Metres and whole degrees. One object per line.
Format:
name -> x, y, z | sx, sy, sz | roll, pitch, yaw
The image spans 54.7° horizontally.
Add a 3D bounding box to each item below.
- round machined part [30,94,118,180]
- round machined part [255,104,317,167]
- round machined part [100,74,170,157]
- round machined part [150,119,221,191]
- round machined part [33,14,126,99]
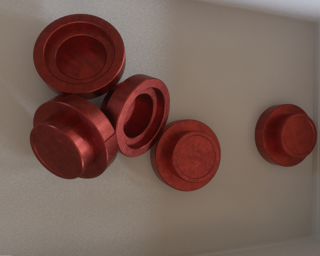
round machined part -> -0.098, 0.016, 0.333 | 0.098, 0.098, 0.042 | 56, 38, -12
round machined part -> 0.200, 0.012, 0.478 | 0.099, 0.042, 0.097 | 0, 90, -21
round machined part -> -0.033, -0.018, 0.373 | 0.099, 0.042, 0.097 | -36, 138, -42
round machined part -> 0.040, 0.037, 0.418 | 0.099, 0.042, 0.097 | 0, 90, -21
round machined part -> -0.089, -0.077, 0.357 | 0.099, 0.042, 0.098 | 1, 74, -4
